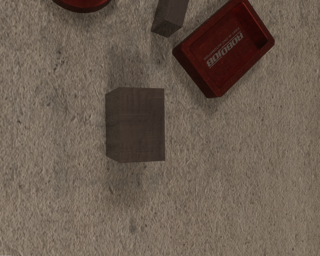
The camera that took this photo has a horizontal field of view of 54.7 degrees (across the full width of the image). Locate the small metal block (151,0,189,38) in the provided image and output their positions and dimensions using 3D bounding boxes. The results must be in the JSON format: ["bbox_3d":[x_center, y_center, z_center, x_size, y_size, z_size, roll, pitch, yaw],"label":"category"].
[{"bbox_3d":[0.013,-0.151,0.401,0.025,0.050,0.050,16,85,-20],"label":"small metal block"}]

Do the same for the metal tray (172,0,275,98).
[{"bbox_3d":[0.093,-0.116,0.441,0.130,0.030,0.090,-44,104,-15],"label":"metal tray"}]

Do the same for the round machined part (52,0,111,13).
[{"bbox_3d":[-0.094,-0.191,0.365,0.099,0.042,0.097,0,90,-21],"label":"round machined part"}]

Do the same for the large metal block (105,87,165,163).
[{"bbox_3d":[-0.032,-0.004,0.369,0.050,0.080,0.079,-1,91,-20],"label":"large metal block"}]
